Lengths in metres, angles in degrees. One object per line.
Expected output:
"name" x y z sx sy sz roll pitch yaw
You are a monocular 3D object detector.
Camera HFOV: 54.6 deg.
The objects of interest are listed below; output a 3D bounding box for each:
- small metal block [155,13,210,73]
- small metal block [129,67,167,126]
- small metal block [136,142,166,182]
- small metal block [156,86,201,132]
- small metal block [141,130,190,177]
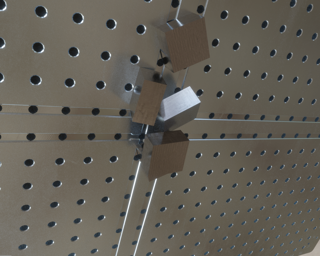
"small metal block" 0.028 -0.100 0.364 0.050 0.025 0.050 -25 128 -13
"small metal block" -0.016 -0.038 0.359 0.025 0.050 0.050 12 113 -15
"small metal block" -0.001 0.041 0.435 0.050 0.025 0.050 -22 127 -15
"small metal block" 0.021 -0.021 0.394 0.050 0.025 0.050 -28 162 -11
"small metal block" 0.006 0.033 0.399 0.050 0.025 0.050 -7 125 -25
